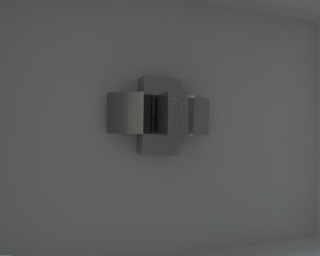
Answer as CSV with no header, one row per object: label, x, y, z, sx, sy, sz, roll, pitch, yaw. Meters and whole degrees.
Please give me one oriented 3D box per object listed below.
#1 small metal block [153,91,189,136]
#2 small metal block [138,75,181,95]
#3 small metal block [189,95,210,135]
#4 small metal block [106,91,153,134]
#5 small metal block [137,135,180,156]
small metal block,0.012,-0.016,0.372,0.025,0.050,0.050,1,90,-21
small metal block,-0.001,-0.040,0.407,0.050,0.025,0.050,3,89,-21
small metal block,0.044,-0.016,0.412,0.050,0.025,0.050,2,90,-59
small metal block,-0.037,-0.018,0.380,0.050,0.025,0.050,1,90,23
small metal block,-0.002,0.010,0.407,0.050,0.025,0.050,3,89,-20
